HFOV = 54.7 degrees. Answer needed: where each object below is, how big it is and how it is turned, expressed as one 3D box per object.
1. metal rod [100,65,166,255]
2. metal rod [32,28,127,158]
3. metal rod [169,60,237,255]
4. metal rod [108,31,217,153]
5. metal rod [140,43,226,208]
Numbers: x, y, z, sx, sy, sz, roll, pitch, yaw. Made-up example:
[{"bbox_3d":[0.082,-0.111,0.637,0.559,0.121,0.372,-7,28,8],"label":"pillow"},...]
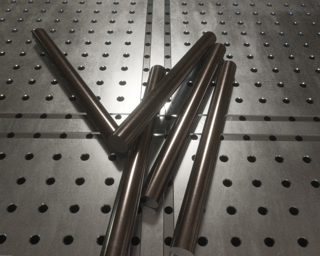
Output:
[{"bbox_3d":[-0.023,0.018,0.377,0.025,0.025,0.300,6,46,5],"label":"metal rod"},{"bbox_3d":[-0.127,-0.068,0.462,0.025,0.025,0.300,-27,55,-21],"label":"metal rod"},{"bbox_3d":[0.065,0.013,0.397,0.025,0.025,0.300,13,51,10],"label":"metal rod"},{"bbox_3d":[0.021,-0.070,0.438,0.025,0.025,0.301,21,44,16],"label":"metal rod"},{"bbox_3d":[0.043,-0.026,0.429,0.025,0.025,0.301,17,52,14],"label":"metal rod"}]
